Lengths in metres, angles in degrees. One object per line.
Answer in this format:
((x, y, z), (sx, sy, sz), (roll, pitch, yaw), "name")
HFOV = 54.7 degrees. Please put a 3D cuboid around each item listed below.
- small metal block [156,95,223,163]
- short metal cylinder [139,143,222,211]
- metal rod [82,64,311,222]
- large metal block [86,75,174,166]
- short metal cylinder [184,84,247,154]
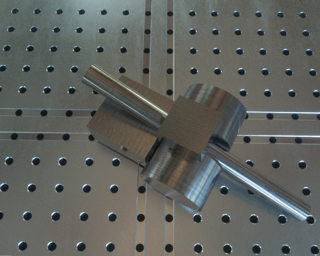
((0.032, 0.000, 0.324), (0.050, 0.025, 0.050), (25, 72, 17), "small metal block")
((0.024, 0.054, 0.359), (0.080, 0.080, 0.050), (28, 73, 10), "short metal cylinder")
((0.046, 0.020, 0.359), (0.301, 0.025, 0.025), (33, 73, -5), "metal rod")
((-0.032, -0.008, 0.395), (0.080, 0.050, 0.080), (28, 72, 9), "large metal block")
((0.059, -0.010, 0.384), (0.080, 0.080, 0.050), (26, 72, 9), "short metal cylinder")
